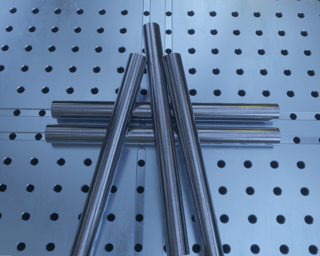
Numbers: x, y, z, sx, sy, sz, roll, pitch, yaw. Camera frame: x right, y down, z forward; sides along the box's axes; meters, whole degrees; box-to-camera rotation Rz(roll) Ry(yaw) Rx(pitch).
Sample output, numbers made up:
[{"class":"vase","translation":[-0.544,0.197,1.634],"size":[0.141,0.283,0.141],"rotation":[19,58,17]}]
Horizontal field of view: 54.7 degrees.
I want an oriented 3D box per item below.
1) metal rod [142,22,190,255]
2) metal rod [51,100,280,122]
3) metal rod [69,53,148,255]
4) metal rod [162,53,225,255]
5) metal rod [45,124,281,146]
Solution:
[{"class":"metal rod","translation":[0.004,-0.001,0.386],"size":[0.025,0.025,0.299],"rotation":[-6,70,-3]},{"class":"metal rod","translation":[0.007,-0.023,0.420],"size":[0.302,0.025,0.025],"rotation":[1,70,0]},{"class":"metal rod","translation":[-0.065,0.049,0.374],"size":[0.025,0.025,0.299],"rotation":[14,77,4]},{"class":"metal rod","translation":[0.042,0.050,0.374],"size":[0.025,0.025,0.299],"rotation":[-10,77,-4]},{"class":"metal rod","translation":[0.004,0.009,0.409],"size":[0.302,0.025,0.025],"rotation":[1,70,0]}]
